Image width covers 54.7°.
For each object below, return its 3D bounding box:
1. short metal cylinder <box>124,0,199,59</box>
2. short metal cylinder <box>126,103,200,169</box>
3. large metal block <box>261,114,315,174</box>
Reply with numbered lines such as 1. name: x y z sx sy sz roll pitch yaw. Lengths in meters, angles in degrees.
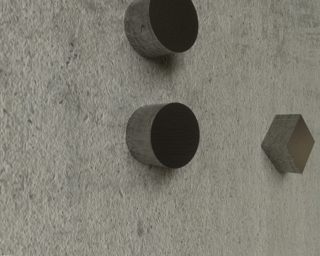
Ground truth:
1. short metal cylinder: 0.002 -0.131 0.390 0.081 0.050 0.079 0 90 -40
2. short metal cylinder: 0.004 0.009 0.392 0.081 0.050 0.079 0 90 -40
3. large metal block: 0.248 0.030 0.597 0.080 0.050 0.080 50 61 -29
